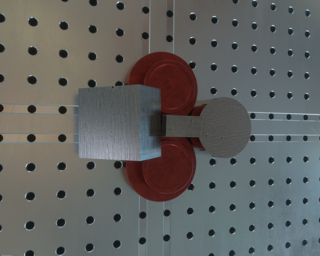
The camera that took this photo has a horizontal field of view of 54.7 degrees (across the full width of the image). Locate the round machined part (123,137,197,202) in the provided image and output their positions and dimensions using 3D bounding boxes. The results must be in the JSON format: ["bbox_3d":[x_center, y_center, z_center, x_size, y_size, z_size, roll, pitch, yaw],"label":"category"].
[{"bbox_3d":[0.004,0.048,0.405,0.099,0.042,0.097,0,90,-20],"label":"round machined part"}]

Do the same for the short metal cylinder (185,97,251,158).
[{"bbox_3d":[0.077,-0.001,0.426,0.081,0.050,0.080,0,90,-20],"label":"short metal cylinder"}]

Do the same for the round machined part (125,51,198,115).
[{"bbox_3d":[0.006,-0.052,0.406,0.099,0.042,0.097,0,90,-20],"label":"round machined part"}]

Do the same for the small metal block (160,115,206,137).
[{"bbox_3d":[0.022,-0.002,0.384,0.050,0.050,0.025,1,90,-20],"label":"small metal block"}]

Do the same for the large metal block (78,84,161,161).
[{"bbox_3d":[-0.046,-0.006,0.360,0.050,0.080,0.080,-1,91,-65],"label":"large metal block"}]
